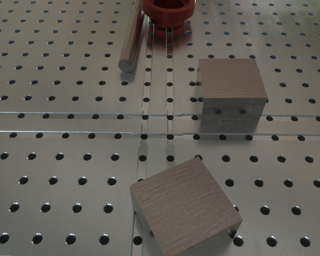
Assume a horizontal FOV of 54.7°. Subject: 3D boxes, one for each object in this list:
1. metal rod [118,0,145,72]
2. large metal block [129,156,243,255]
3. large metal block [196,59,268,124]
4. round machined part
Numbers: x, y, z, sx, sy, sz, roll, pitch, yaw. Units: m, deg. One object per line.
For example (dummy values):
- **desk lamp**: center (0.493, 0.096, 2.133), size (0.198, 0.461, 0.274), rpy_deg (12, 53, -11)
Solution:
- **metal rod**: center (-0.042, -0.213, 0.585), size (0.025, 0.025, 0.300), rpy_deg (4, 50, 3)
- **large metal block**: center (0.023, 0.087, 0.318), size (0.081, 0.050, 0.080), rpy_deg (-21, 53, -17)
- **large metal block**: center (0.096, -0.053, 0.436), size (0.081, 0.050, 0.080), rpy_deg (0, 50, 0)
- **round machined part**: center (0.015, -0.224, 0.583), size (0.099, 0.042, 0.098), rpy_deg (2, 50, -3)
